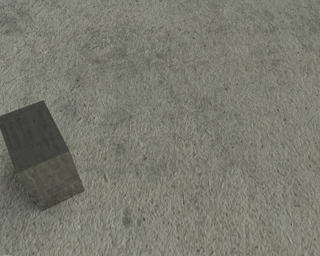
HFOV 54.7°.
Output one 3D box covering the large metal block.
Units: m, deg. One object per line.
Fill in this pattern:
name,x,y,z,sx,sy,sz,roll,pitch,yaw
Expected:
large metal block,-0.129,0.031,0.341,0.050,0.080,0.080,-25,54,-19
